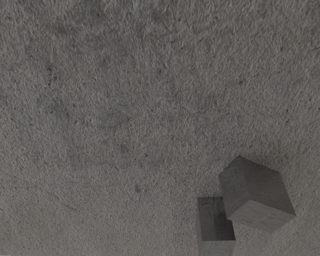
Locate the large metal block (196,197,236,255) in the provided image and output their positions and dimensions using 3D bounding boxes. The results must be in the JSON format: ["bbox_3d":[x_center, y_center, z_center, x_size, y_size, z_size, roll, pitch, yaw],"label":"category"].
[{"bbox_3d":[0.090,0.173,0.519,0.050,0.080,0.079,-2,130,1],"label":"large metal block"}]

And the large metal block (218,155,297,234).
[{"bbox_3d":[0.139,0.097,0.455,0.080,0.080,0.050,22,127,-18],"label":"large metal block"}]
